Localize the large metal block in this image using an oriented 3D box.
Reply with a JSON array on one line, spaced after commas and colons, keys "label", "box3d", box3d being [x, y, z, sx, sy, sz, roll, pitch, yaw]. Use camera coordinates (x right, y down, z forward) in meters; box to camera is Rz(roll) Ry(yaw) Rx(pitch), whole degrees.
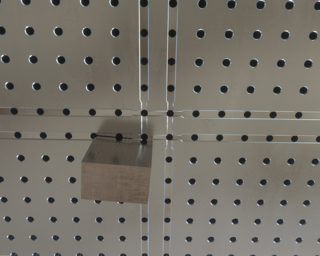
[{"label": "large metal block", "box3d": [-0.052, 0.052, 0.403, 0.080, 0.080, 0.050, 5, 110, -2]}]
